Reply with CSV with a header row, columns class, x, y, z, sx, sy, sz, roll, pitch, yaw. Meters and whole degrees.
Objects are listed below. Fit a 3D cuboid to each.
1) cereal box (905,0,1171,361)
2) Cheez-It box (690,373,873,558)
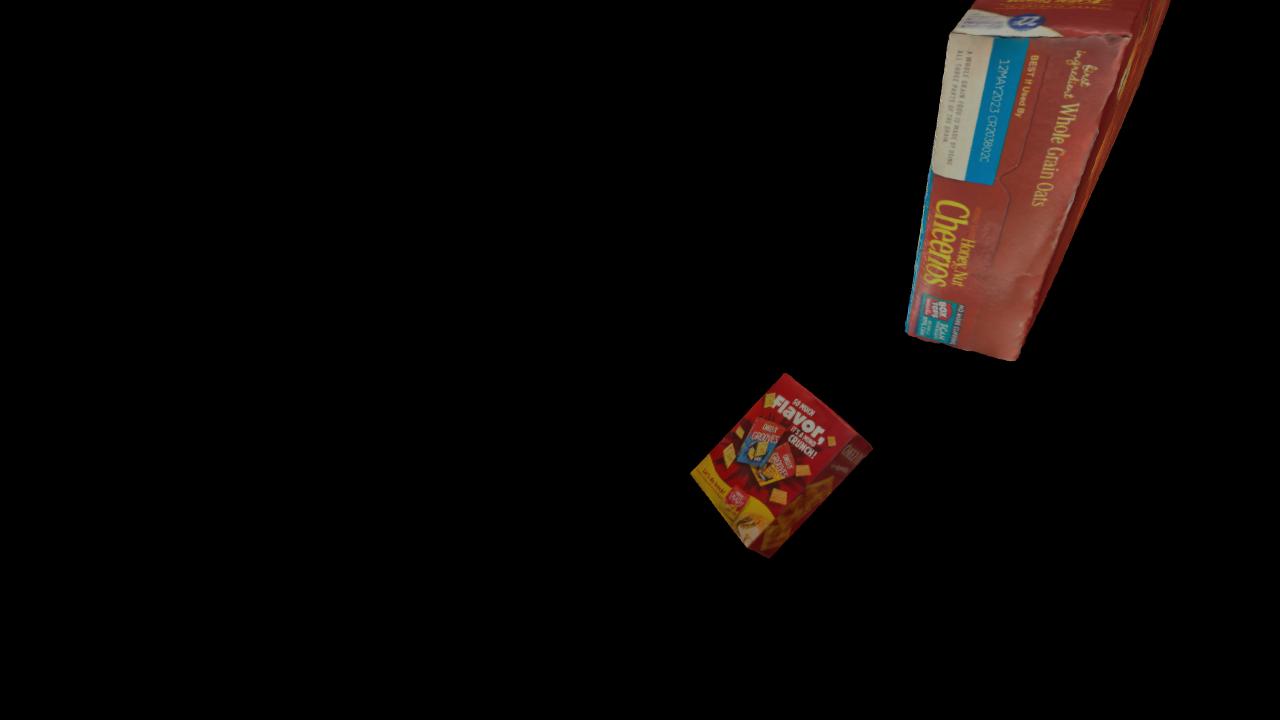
class,x,y,z,sx,sy,sz,roll,pitch,yaw
cereal box,0.268,-0.175,0.395,0.081,0.306,0.203,22,-31,32
Cheez-It box,0.202,0.151,0.912,0.071,0.223,0.166,35,9,-40
